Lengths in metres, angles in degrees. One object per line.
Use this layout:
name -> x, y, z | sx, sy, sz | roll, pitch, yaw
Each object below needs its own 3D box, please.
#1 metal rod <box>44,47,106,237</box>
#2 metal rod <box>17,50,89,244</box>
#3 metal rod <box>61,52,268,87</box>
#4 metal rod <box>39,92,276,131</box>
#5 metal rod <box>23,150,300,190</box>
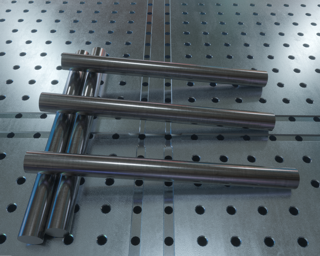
metal rod -> -0.103, -0.008, 0.412 | 0.025, 0.025, 0.300 | 1, 50, 0
metal rod -> -0.128, -0.002, 0.407 | 0.025, 0.025, 0.300 | 1, 50, 0
metal rod -> 0.010, -0.086, 0.461 | 0.302, 0.025, 0.025 | 4, 50, -5
metal rod -> 0.000, -0.021, 0.405 | 0.302, 0.025, 0.025 | 5, 50, -4
metal rod -> 0.007, 0.048, 0.349 | 0.302, 0.025, 0.025 | 4, 50, -5
